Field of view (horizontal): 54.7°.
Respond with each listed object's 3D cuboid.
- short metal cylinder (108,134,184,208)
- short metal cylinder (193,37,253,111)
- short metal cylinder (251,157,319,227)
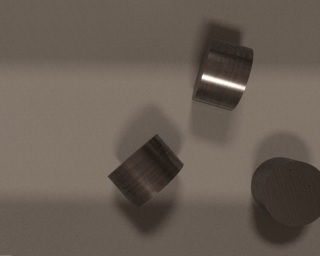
[{"bbox_3d":[-0.018,0.052,0.384,0.080,0.080,0.050,-41,91,0],"label":"short metal cylinder"},{"bbox_3d":[0.076,-0.066,0.385,0.050,0.080,0.080,16,90,0],"label":"short metal cylinder"},{"bbox_3d":[0.166,0.080,0.401,0.081,0.050,0.079,0,90,-1],"label":"short metal cylinder"}]
